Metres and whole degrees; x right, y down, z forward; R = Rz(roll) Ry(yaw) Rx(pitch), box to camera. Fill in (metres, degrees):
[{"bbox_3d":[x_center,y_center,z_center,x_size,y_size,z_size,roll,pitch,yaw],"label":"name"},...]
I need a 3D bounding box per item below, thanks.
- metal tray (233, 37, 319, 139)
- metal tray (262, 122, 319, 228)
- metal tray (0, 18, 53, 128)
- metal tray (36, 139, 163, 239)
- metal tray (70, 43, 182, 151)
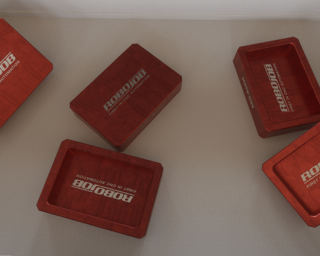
[{"bbox_3d":[0.165,-0.058,0.428,0.091,0.030,0.130,-12,70,-5],"label":"metal tray"},{"bbox_3d":[0.199,0.041,0.358,0.130,0.030,0.090,-42,71,18],"label":"metal tray"},{"bbox_3d":[-0.216,-0.064,0.399,0.030,0.090,0.130,13,62,51],"label":"metal tray"},{"bbox_3d":[-0.069,0.073,0.379,0.131,0.030,0.090,14,71,5],"label":"metal tray"},{"bbox_3d":[-0.044,-0.044,0.422,0.090,0.030,0.130,39,74,13],"label":"metal tray"}]
